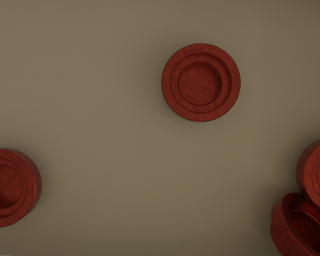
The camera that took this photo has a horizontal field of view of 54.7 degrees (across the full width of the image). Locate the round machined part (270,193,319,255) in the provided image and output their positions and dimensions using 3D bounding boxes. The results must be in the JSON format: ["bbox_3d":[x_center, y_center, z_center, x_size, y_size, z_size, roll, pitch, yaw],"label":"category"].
[{"bbox_3d":[0.179,0.133,0.386,0.098,0.098,0.042,32,127,0],"label":"round machined part"}]

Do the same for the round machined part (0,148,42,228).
[{"bbox_3d":[-0.202,0.074,0.401,0.099,0.042,0.097,0,90,0],"label":"round machined part"}]

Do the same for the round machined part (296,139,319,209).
[{"bbox_3d":[0.226,0.060,0.404,0.099,0.042,0.097,0,90,0],"label":"round machined part"}]

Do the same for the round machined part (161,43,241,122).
[{"bbox_3d":[0.051,-0.056,0.403,0.099,0.042,0.097,0,90,0],"label":"round machined part"}]
